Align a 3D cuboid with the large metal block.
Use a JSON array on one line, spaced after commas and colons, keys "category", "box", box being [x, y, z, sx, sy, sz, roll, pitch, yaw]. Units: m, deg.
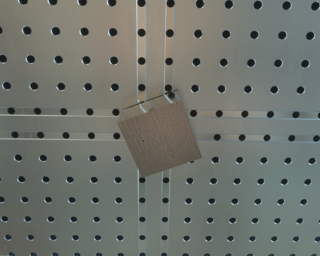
[{"category": "large metal block", "box": [0.001, 0.007, 0.400, 0.080, 0.050, 0.080, -20, 109, 6]}]
